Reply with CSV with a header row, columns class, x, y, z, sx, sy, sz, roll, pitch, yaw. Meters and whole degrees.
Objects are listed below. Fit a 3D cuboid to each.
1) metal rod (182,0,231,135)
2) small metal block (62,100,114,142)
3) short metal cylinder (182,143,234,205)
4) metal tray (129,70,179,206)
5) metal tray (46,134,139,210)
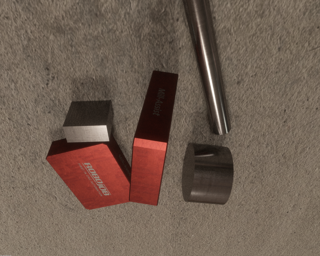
class,x,y,z,sx,sy,sz,roll,pitch,yaw
metal rod,0.041,-0.108,0.315,0.025,0.025,0.299,-12,129,10
small metal block,-0.086,-0.009,0.382,0.050,0.050,0.025,-2,130,1
short metal cylinder,0.063,0.063,0.426,0.050,0.080,0.079,6,130,-6
metal tray,-0.005,0.007,0.342,0.030,0.130,0.089,9,130,2
metal tray,-0.094,0.066,0.459,0.090,0.030,0.129,-14,129,11
